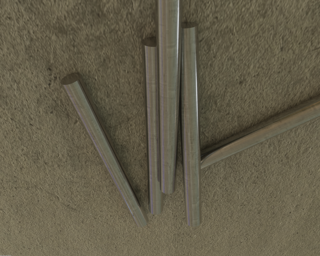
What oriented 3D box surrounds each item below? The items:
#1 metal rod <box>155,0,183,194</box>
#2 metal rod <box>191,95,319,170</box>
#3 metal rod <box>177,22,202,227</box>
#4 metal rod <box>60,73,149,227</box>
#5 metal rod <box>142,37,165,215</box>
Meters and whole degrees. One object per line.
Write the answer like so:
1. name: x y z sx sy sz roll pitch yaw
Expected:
1. metal rod: 0.010 -0.025 0.358 0.025 0.025 0.298 -1 131 0
2. metal rod: 0.161 -0.008 0.401 0.300 0.025 0.025 -28 125 21
3. metal rod: 0.039 0.019 0.399 0.025 0.025 0.298 -4 123 3
4. metal rod: -0.068 0.053 0.451 0.025 0.025 0.299 -11 130 9
5. metal rod: -0.007 0.022 0.425 0.025 0.025 0.298 0 130 0
